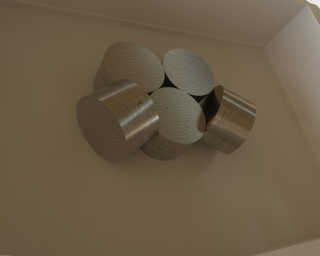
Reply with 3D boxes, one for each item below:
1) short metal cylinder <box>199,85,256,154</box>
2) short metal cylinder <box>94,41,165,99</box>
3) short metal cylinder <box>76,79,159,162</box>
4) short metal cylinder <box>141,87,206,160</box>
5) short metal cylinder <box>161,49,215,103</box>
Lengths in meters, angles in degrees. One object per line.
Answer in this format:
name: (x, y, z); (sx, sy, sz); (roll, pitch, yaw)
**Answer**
short metal cylinder: (0.084, -0.011, 0.420); (0.050, 0.080, 0.080); (26, 53, -12)
short metal cylinder: (-0.041, -0.065, 0.405); (0.081, 0.050, 0.080); (14, 56, -21)
short metal cylinder: (-0.048, -0.008, 0.348); (0.050, 0.080, 0.080); (-35, 81, -38)
short metal cylinder: (0.011, -0.005, 0.396); (0.081, 0.050, 0.080); (14, 56, -21)
short metal cylinder: (0.030, -0.066, 0.444); (0.081, 0.050, 0.080); (14, 56, -21)
